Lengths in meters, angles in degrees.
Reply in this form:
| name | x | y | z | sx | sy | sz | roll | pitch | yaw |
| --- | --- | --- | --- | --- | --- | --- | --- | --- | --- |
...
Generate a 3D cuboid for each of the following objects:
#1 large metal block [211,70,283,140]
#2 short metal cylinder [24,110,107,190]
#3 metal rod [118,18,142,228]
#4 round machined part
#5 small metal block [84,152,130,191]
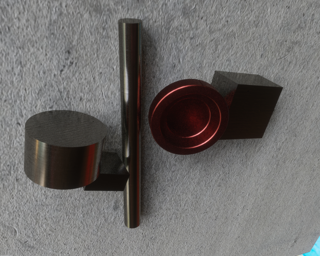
| name | x | y | z | sx | sy | sz | roll | pitch | yaw |
| --- | --- | --- | --- | --- | --- | --- | --- | --- | --- |
| large metal block | 0.112 | -0.031 | 0.435 | 0.081 | 0.050 | 0.079 | -1 | 119 | -29 |
| short metal cylinder | -0.101 | 0.020 | 0.330 | 0.081 | 0.080 | 0.050 | -1 | 119 | -28 |
| metal rod | -0.036 | 0.016 | 0.398 | 0.025 | 0.025 | 0.298 | -12 | 124 | -23 |
| round machined part | 0.034 | -0.017 | 0.395 | 0.099 | 0.042 | 0.097 | -5 | 120 | -9 |
| small metal block | -0.073 | 0.053 | 0.385 | 0.050 | 0.050 | 0.025 | 8 | 114 | -32 |
